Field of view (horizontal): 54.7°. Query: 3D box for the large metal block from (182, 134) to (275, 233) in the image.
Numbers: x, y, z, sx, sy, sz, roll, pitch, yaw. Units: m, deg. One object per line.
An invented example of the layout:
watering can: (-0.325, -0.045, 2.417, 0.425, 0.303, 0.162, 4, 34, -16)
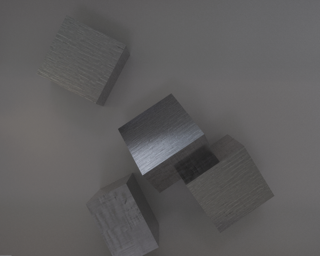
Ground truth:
large metal block: (0.080, 0.068, 0.389, 0.080, 0.050, 0.080, -35, 107, 0)

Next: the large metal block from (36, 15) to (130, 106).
large metal block: (-0.095, -0.083, 0.398, 0.080, 0.050, 0.080, 27, 90, 0)

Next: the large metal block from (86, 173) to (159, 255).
large metal block: (-0.042, 0.108, 0.384, 0.050, 0.080, 0.080, -27, 90, 0)

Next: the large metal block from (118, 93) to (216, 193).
large metal block: (0.007, 0.017, 0.379, 0.080, 0.050, 0.080, -34, 49, 0)
